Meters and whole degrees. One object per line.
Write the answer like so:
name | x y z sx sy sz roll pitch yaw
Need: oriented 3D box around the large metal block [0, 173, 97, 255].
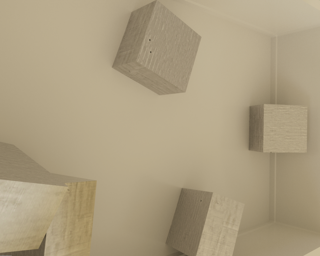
large metal block | -0.107 0.083 0.273 0.050 0.080 0.080 11 83 -59

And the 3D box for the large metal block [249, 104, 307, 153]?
large metal block | 0.205 0.001 0.541 0.081 0.050 0.080 1 89 -11

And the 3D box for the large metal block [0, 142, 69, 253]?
large metal block | -0.128 0.041 0.213 0.080 0.080 0.050 26 89 -57

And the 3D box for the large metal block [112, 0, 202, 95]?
large metal block | -0.002 -0.096 0.388 0.080 0.050 0.080 27 73 -37

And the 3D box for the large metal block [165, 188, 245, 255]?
large metal block | 0.058 0.129 0.412 0.050 0.080 0.080 24 75 -20
